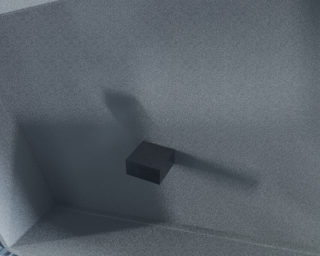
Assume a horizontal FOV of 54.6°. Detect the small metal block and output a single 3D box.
[{"bbox_3d":[-0.013,0.047,0.428,0.050,0.050,0.025,14,124,20],"label":"small metal block"}]
